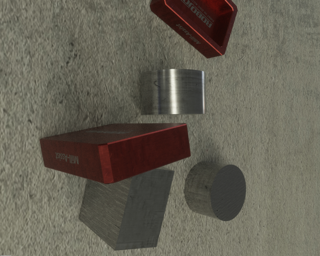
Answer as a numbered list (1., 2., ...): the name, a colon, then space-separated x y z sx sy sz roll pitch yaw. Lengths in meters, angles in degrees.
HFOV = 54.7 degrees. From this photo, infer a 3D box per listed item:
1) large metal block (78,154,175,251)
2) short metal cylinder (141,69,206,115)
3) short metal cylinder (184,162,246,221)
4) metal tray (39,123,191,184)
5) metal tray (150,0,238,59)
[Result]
1. large metal block: -0.038 0.072 0.331 0.050 0.080 0.080 14 89 -39
2. short metal cylinder: 0.016 -0.041 0.383 0.081 0.080 0.050 -2 92 -40
3. short metal cylinder: 0.082 0.091 0.458 0.081 0.050 0.079 0 90 -40
4. metal tray: -0.047 0.018 0.297 0.091 0.130 0.030 -14 99 -39
5. metal tray: 0.054 -0.172 0.446 0.131 0.030 0.090 29 72 -36
